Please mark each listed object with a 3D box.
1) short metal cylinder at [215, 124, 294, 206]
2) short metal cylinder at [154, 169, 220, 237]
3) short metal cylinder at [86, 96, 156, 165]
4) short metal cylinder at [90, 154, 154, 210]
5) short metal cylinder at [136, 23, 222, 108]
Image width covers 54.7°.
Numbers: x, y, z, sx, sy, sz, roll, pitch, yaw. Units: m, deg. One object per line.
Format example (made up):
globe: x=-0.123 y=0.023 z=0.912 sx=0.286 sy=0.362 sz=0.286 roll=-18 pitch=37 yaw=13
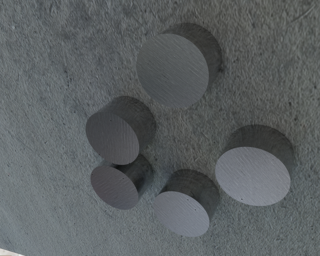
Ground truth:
short metal cylinder: x=0.110 y=0.043 z=0.359 sx=0.080 sy=0.050 sz=0.079 roll=13 pitch=124 yaw=21
short metal cylinder: x=0.038 y=0.105 z=0.435 sx=0.080 sy=0.050 sz=0.079 roll=13 pitch=124 yaw=21
short metal cylinder: x=-0.052 y=0.003 z=0.420 sx=0.080 sy=0.050 sz=0.079 roll=13 pitch=124 yaw=21
short metal cylinder: x=-0.056 y=0.076 z=0.467 sx=0.080 sy=0.050 sz=0.079 roll=13 pitch=124 yaw=21
short metal cylinder: x=0.022 y=-0.068 z=0.337 sx=0.080 sy=0.050 sz=0.079 roll=13 pitch=124 yaw=21
